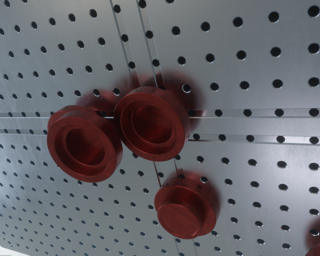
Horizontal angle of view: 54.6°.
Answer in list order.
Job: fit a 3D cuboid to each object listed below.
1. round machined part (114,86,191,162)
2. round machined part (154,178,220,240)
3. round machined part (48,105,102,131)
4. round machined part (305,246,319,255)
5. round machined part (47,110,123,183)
[{"bbox_3d":[-0.007,-0.008,0.399,0.098,0.042,0.097,13,124,21],"label":"round machined part"},{"bbox_3d":[0.035,0.125,0.460,0.098,0.042,0.097,13,124,21],"label":"round machined part"},{"bbox_3d":[-0.116,0.009,0.468,0.098,0.042,0.097,13,124,21],"label":"round machined part"},{"bbox_3d":[0.233,0.181,0.389,0.098,0.042,0.097,13,124,21],"label":"round machined part"},{"bbox_3d":[-0.094,0.020,0.409,0.098,0.042,0.097,8,120,15],"label":"round machined part"}]
